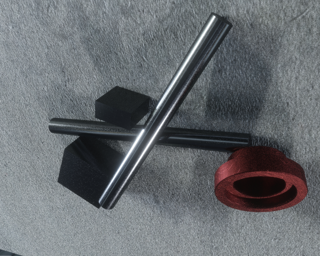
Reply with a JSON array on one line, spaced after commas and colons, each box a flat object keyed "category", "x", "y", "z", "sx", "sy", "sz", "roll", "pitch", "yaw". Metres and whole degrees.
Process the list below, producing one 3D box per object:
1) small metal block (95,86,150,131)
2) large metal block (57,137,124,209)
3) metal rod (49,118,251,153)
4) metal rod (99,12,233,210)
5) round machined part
[{"category": "small metal block", "x": -0.048, "y": -0.027, "z": 0.398, "sx": 0.050, "sy": 0.050, "sz": 0.025, "roll": 19, "pitch": 126, "yaw": 16}, {"category": "large metal block", "x": -0.107, "y": 0.067, "z": 0.486, "sx": 0.080, "sy": 0.050, "sz": 0.079, "roll": 31, "pitch": 128, "yaw": 8}, {"category": "metal rod", "x": -0.031, "y": 0.008, "z": 0.426, "sx": 0.301, "sy": 0.025, "sz": 0.025, "roll": 5, "pitch": 121, "yaw": 25}, {"category": "metal rod", "x": -0.008, "y": 0.001, "z": 0.381, "sx": 0.025, "sy": 0.025, "sz": 0.298, "roll": 35, "pitch": 120, "yaw": 4}, {"category": "round machined part", "x": 0.113, "y": 0.056, "z": 0.355, "sx": 0.099, "sy": 0.042, "sz": 0.097, "roll": 4, "pitch": 141, "yaw": 4}]
